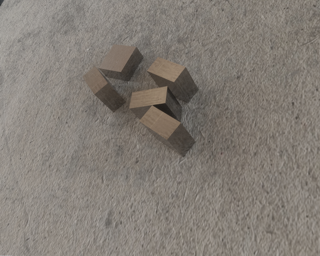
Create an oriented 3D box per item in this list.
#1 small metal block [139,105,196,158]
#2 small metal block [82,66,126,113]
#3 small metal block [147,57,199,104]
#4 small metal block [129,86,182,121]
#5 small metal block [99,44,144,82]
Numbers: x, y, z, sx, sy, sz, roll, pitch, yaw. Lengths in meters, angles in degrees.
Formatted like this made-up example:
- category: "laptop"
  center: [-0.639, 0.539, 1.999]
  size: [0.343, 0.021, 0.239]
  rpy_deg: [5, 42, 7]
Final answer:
- category: "small metal block"
  center: [0.010, 0.004, 0.380]
  size: [0.050, 0.050, 0.025]
  rpy_deg: [33, 81, 38]
- category: "small metal block"
  center: [-0.084, -0.058, 0.468]
  size: [0.025, 0.050, 0.050]
  rpy_deg: [-40, 51, 1]
- category: "small metal block"
  center: [0.018, -0.064, 0.418]
  size: [0.050, 0.050, 0.025]
  rpy_deg: [29, 78, 37]
- category: "small metal block"
  center: [-0.004, -0.026, 0.406]
  size: [0.050, 0.050, 0.025]
  rpy_deg: [-7, 59, 24]
- category: "small metal block"
  center: [-0.063, -0.106, 0.502]
  size: [0.050, 0.025, 0.050]
  rpy_deg: [16, 70, 34]
